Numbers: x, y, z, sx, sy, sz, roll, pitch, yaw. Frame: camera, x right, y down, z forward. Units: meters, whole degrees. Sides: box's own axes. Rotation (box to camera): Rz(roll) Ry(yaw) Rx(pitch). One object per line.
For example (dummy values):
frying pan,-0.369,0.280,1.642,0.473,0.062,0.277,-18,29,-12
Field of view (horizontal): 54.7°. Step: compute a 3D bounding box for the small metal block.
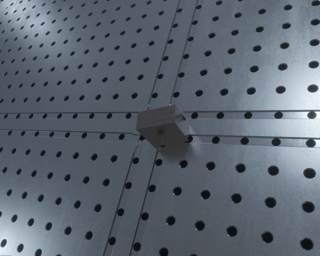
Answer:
small metal block,0.005,-0.001,0.389,0.050,0.050,0.025,-10,58,22
